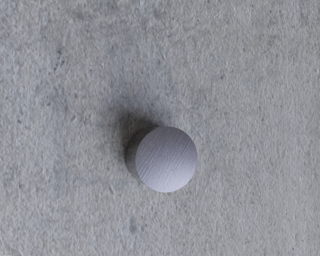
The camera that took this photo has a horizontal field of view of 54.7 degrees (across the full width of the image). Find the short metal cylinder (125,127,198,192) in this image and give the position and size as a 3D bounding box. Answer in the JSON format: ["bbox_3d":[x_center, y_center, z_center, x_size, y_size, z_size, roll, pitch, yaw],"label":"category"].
[{"bbox_3d":[0.001,0.038,0.397,0.081,0.050,0.079,0,90,-20],"label":"short metal cylinder"}]
